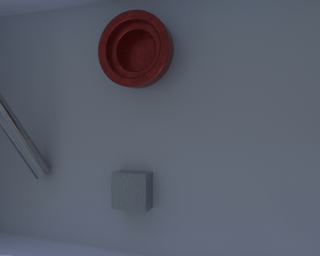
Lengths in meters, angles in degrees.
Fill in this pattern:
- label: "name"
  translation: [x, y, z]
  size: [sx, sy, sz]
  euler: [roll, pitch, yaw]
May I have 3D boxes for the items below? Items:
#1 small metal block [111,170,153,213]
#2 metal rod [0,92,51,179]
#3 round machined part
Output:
- label: "small metal block"
  translation: [-0.038, 0.085, 0.423]
  size: [0.050, 0.025, 0.050]
  euler: [0, 90, 19]
- label: "metal rod"
  translation: [-0.244, -0.057, 0.432]
  size: [0.025, 0.025, 0.299]
  euler: [-22, 107, 18]
- label: "round machined part"
  translation: [-0.029, -0.101, 0.411]
  size: [0.098, 0.042, 0.097]
  euler: [0, 90, 19]
